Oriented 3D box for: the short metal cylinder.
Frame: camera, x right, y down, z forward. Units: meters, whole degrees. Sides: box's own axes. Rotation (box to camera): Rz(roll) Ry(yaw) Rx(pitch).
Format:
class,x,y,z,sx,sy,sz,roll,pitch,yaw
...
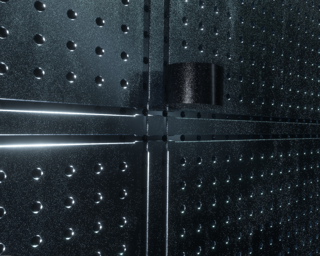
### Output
class,x,y,z,sx,sy,sz,roll,pitch,yaw
short metal cylinder,0.043,-0.054,0.412,0.081,0.080,0.050,3,88,-40
